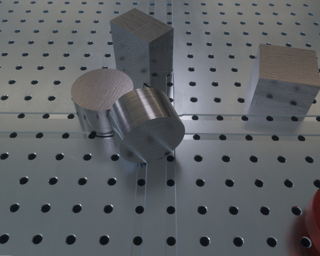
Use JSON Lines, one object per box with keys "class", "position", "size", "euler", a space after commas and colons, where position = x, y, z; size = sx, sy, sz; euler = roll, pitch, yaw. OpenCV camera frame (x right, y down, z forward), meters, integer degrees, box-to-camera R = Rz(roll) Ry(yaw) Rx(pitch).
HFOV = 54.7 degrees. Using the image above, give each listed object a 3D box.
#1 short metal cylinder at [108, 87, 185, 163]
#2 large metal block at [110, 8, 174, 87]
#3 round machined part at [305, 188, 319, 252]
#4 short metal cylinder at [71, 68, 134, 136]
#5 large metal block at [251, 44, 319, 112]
{"class": "short metal cylinder", "position": [-0.017, -0.002, 0.373], "size": [0.081, 0.080, 0.050], "euler": [-16, 52, -13]}
{"class": "large metal block", "position": [-0.027, -0.124, 0.476], "size": [0.080, 0.080, 0.050], "euler": [36, 59, 26]}
{"class": "round machined part", "position": [0.197, 0.103, 0.311], "size": [0.099, 0.042, 0.098], "euler": [0, 50, 0]}
{"class": "short metal cylinder", "position": [-0.075, -0.036, 0.421], "size": [0.080, 0.050, 0.080], "euler": [0, 50, 0]}
{"class": "large metal block", "position": [0.181, -0.075, 0.456], "size": [0.080, 0.050, 0.080], "euler": [10, 51, 8]}
